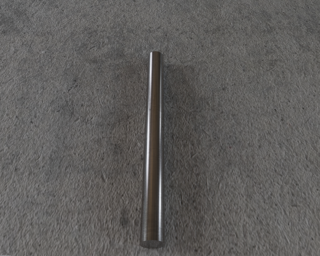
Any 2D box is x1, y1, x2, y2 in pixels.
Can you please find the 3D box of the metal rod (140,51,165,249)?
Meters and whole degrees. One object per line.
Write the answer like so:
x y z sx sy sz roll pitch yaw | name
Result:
-0.007 0.001 0.404 0.025 0.025 0.300 0 50 0 | metal rod
